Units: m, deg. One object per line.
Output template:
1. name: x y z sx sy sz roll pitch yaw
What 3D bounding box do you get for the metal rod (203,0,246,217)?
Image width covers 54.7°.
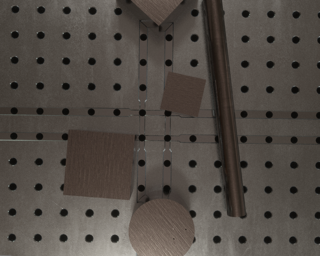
1. metal rod: 0.086 -0.033 0.414 0.025 0.025 0.298 -6 90 0

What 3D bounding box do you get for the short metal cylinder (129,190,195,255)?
1. short metal cylinder: 0.002 0.125 0.401 0.081 0.050 0.079 0 90 -1

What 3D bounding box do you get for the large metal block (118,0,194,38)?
1. large metal block: -0.004 -0.180 0.401 0.080 0.050 0.080 43 90 -1

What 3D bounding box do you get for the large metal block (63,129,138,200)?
1. large metal block: -0.074 0.045 0.400 0.081 0.050 0.079 5 90 -1

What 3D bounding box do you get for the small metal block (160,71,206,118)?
1. small metal block: 0.030 -0.044 0.414 0.050 0.025 0.050 13 90 -1
